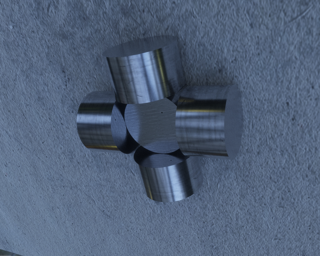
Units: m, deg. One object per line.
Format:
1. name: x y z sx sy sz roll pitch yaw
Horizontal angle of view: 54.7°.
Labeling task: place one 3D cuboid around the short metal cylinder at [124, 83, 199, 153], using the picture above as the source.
1. short metal cylinder: 0.004 -0.016 0.379 0.080 0.050 0.079 13 124 20

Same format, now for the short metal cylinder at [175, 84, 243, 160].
1. short metal cylinder: 0.056 -0.007 0.338 0.050 0.080 0.079 2 119 27

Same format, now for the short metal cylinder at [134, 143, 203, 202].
1. short metal cylinder: 0.012 0.049 0.395 0.080 0.080 0.050 1 118 27

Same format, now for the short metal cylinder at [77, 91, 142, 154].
1. short metal cylinder: -0.060 -0.008 0.398 0.050 0.080 0.079 2 119 27

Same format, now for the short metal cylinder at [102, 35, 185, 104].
1. short metal cylinder: -0.017 -0.066 0.339 0.080 0.080 0.050 2 120 27
